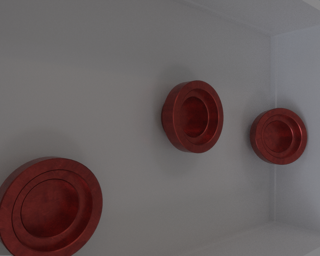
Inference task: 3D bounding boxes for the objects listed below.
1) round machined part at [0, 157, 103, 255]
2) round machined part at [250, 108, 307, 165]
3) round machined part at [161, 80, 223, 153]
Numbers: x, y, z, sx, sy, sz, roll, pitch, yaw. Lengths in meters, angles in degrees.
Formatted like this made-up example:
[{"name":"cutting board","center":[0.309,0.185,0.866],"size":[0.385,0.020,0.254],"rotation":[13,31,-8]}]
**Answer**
[{"name":"round machined part","center":[-0.110,0.077,0.303],"size":[0.099,0.042,0.097],"rotation":[0,90,-40]},{"name":"round machined part","center":[0.204,0.015,0.549],"size":[0.099,0.042,0.097],"rotation":[1,86,-11]},{"name":"round machined part","center":[0.041,-0.015,0.429],"size":[0.099,0.042,0.097],"rotation":[0,90,-40]}]
